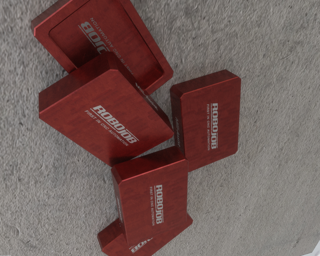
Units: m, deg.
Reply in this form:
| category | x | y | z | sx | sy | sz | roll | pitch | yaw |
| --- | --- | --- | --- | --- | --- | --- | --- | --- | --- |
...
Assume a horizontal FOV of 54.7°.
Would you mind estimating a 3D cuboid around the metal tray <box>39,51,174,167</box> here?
| category | x | y | z | sx | sy | sz | roll | pitch | yaw |
| --- | --- | --- | --- | --- | --- | --- | --- | --- | --- |
| metal tray | -0.053 | -0.012 | 0.338 | 0.090 | 0.030 | 0.130 | -29 | 140 | 12 |

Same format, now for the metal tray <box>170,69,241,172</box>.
| category | x | y | z | sx | sy | sz | roll | pitch | yaw |
| --- | --- | --- | --- | --- | --- | --- | --- | --- | --- |
| metal tray | 0.065 | -0.008 | 0.434 | 0.091 | 0.030 | 0.129 | -19 | 126 | -17 |

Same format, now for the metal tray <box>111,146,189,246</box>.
| category | x | y | z | sx | sy | sz | roll | pitch | yaw |
| --- | --- | --- | --- | --- | --- | --- | --- | --- | --- |
| metal tray | -0.010 | 0.093 | 0.410 | 0.091 | 0.030 | 0.129 | -17 | 129 | -19 |

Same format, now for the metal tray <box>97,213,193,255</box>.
| category | x | y | z | sx | sy | sz | roll | pitch | yaw |
| --- | --- | --- | --- | --- | --- | --- | --- | --- | --- |
| metal tray | -0.021 | 0.159 | 0.491 | 0.130 | 0.030 | 0.090 | -37 | 129 | -3 |

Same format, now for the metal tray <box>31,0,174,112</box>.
| category | x | y | z | sx | sy | sz | roll | pitch | yaw |
| --- | --- | --- | --- | --- | --- | --- | --- | --- | --- |
| metal tray | -0.054 | -0.080 | 0.324 | 0.090 | 0.030 | 0.130 | -39 | 130 | -2 |
